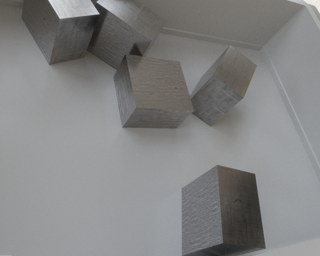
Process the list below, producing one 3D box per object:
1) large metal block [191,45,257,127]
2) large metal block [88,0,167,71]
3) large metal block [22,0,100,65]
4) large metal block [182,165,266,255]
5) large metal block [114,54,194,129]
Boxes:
[{"bbox_3d":[0.089,-0.062,0.458,0.050,0.080,0.080,36,51,-5],"label":"large metal block"},{"bbox_3d":[-0.051,-0.128,0.422,0.080,0.080,0.050,33,51,-7],"label":"large metal block"},{"bbox_3d":[-0.127,-0.140,0.388,0.050,0.080,0.080,-24,75,-37],"label":"large metal block"},{"bbox_3d":[0.066,0.098,0.348,0.050,0.080,0.080,15,56,-20],"label":"large metal block"},{"bbox_3d":[-0.011,-0.047,0.414,0.081,0.050,0.080,1,61,-28],"label":"large metal block"}]
